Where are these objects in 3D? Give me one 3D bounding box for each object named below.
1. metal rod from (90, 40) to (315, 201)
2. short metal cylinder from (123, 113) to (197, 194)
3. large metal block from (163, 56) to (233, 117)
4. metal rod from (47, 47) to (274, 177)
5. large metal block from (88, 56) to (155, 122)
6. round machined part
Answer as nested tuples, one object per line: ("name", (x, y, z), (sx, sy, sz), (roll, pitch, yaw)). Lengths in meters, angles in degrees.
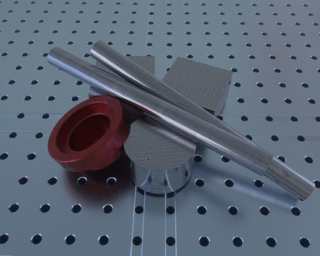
("metal rod", (0.042, -0.014, 0.366), (0.300, 0.025, 0.025), (35, 57, 9))
("short metal cylinder", (0.000, 0.029, 0.361), (0.081, 0.050, 0.080), (0, 50, 0))
("large metal block", (0.046, -0.045, 0.423), (0.080, 0.050, 0.080), (19, 53, 15))
("metal rod", (-0.016, -0.029, 0.360), (0.300, 0.025, 0.025), (28, 56, 20))
("large metal block", (-0.048, -0.055, 0.428), (0.081, 0.050, 0.080), (1, 50, 0))
("round machined part", (-0.078, 0.011, 0.367), (0.098, 0.042, 0.098), (-16, 44, 17))
